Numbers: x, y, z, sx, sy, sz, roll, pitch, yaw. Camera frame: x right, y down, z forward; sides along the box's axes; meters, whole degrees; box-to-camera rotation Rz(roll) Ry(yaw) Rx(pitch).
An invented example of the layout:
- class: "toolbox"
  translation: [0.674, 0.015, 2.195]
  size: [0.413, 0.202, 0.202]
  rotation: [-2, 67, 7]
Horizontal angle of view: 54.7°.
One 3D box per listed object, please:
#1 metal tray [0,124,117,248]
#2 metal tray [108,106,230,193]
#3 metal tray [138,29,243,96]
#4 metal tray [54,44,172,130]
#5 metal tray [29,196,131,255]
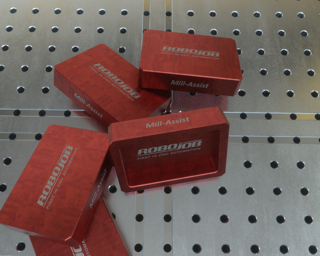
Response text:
- class: "metal tray"
  translation: [-0.113, 0.061, 0.362]
  size: [0.090, 0.030, 0.130]
  rotation: [9, 57, 14]
- class: "metal tray"
  translation: [0.012, 0.027, 0.365]
  size: [0.131, 0.089, 0.030]
  rotation: [-9, 41, -4]
- class: "metal tray"
  translation: [0.040, -0.090, 0.422]
  size: [0.131, 0.030, 0.090]
  rotation: [5, 50, -3]
- class: "metal tray"
  translation: [-0.062, -0.051, 0.409]
  size: [0.130, 0.030, 0.091]
  rotation: [38, 50, 12]
- class: "metal tray"
  translation: [-0.081, 0.154, 0.352]
  size: [0.091, 0.030, 0.130]
  rotation: [-26, 72, -10]
